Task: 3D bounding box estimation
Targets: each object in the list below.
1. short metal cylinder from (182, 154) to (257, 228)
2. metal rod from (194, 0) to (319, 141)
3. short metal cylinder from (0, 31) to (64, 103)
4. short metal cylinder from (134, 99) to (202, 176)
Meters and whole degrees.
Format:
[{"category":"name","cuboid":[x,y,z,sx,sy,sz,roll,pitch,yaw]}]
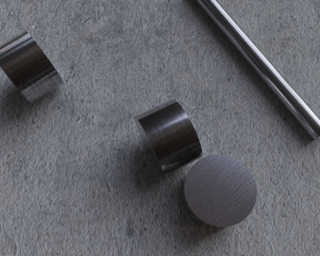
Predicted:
[{"category":"short metal cylinder","cuboid":[0.067,0.076,0.368,0.081,0.050,0.080,0,70,0]},{"category":"metal rod","cuboid":[0.131,-0.109,0.449,0.025,0.025,0.299,-31,73,-11]},{"category":"short metal cylinder","cuboid":[-0.172,-0.079,0.407,0.050,0.080,0.080,-37,74,-12]},{"category":"short metal cylinder","cuboid":[0.009,0.012,0.375,0.050,0.080,0.080,-26,72,-9]}]
